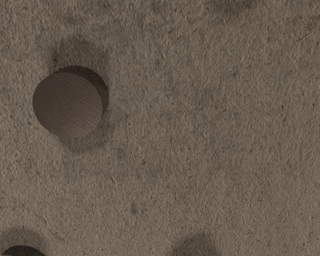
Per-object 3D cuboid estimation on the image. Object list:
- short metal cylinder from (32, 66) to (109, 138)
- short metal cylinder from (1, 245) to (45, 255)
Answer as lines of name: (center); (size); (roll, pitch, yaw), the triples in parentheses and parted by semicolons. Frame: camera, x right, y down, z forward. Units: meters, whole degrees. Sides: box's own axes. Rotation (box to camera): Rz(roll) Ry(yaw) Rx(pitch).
short metal cylinder: (-0.107, -0.034, 0.383); (0.081, 0.050, 0.079); (0, 110, -1)
short metal cylinder: (-0.219, 0.231, 0.479); (0.081, 0.050, 0.079); (0, 110, -1)
